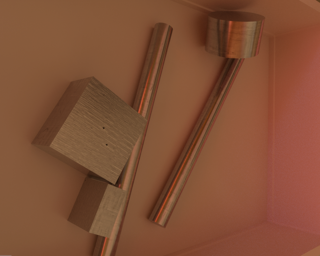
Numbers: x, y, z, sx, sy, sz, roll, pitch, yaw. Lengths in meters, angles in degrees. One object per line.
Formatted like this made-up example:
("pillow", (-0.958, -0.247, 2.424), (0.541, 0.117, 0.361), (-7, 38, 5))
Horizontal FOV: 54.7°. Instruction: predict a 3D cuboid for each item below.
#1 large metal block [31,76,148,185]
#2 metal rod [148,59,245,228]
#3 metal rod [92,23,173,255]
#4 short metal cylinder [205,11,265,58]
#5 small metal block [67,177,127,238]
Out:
("large metal block", (-0.072, 0.004, 0.331), (0.080, 0.050, 0.080), (40, 66, -33))
("metal rod", (0.063, 0.003, 0.461), (0.025, 0.025, 0.300), (43, 64, -32))
("metal rod", (-0.030, 0.009, 0.382), (0.025, 0.025, 0.299), (23, 76, -38))
("short metal cylinder", (0.109, -0.139, 0.455), (0.081, 0.080, 0.050), (-25, 130, -37))
("small metal block", (-0.069, 0.084, 0.335), (0.025, 0.050, 0.050), (32, 70, -36))
